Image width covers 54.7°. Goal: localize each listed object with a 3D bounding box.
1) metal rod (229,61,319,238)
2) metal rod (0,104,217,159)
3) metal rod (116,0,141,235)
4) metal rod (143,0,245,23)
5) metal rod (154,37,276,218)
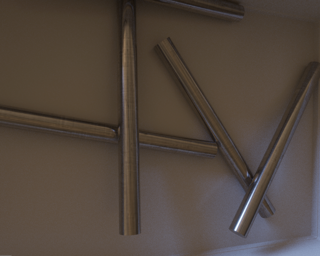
[{"bbox_3d":[0.179,0.020,0.460,0.025,0.025,0.300,38,71,-17],"label":"metal rod"},{"bbox_3d":[-0.065,0.006,0.387,0.302,0.025,0.025,10,87,-20],"label":"metal rod"},{"bbox_3d":[-0.039,-0.028,0.374,0.025,0.025,0.298,1,81,-20],"label":"metal rod"},{"bbox_3d":[-0.016,-0.169,0.380,0.303,0.025,0.025,1,90,-30],"label":"metal rod"},{"bbox_3d":[0.083,0.007,0.442,0.025,0.025,0.299,-37,102,-16],"label":"metal rod"}]
